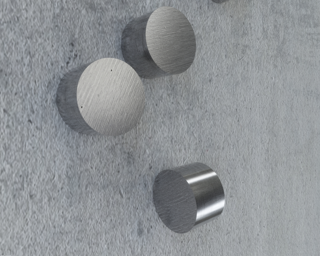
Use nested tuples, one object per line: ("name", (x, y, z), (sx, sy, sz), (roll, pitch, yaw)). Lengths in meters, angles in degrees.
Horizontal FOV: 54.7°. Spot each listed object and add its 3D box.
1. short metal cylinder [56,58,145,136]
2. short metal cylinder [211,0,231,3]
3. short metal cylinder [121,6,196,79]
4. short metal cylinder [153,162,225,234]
("short metal cylinder", (-0.063, -0.032, 0.335), (0.081, 0.050, 0.080), (0, 90, -40))
("short metal cylinder", (0.105, -0.240, 0.475), (0.081, 0.050, 0.080), (0, 90, -40))
("short metal cylinder", (-0.001, -0.104, 0.387), (0.081, 0.050, 0.080), (0, 90, -40))
("short metal cylinder", (0.035, 0.088, 0.399), (0.050, 0.080, 0.079), (-8, 95, -40))
